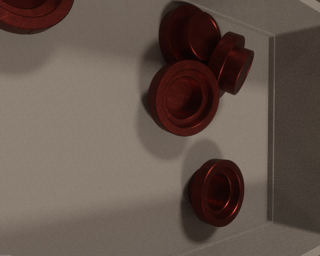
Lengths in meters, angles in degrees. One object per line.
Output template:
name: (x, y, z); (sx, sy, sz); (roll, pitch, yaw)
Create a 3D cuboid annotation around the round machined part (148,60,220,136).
round machined part: (0.027, -0.040, 0.410); (0.099, 0.042, 0.097); (-7, 104, -28)

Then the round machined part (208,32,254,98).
round machined part: (0.104, -0.087, 0.453); (0.098, 0.042, 0.097); (-52, 157, -32)

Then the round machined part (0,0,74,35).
round machined part: (-0.133, -0.135, 0.285); (0.099, 0.042, 0.097); (0, 90, -40)

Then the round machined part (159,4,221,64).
round machined part: (0.049, -0.125, 0.439); (0.099, 0.042, 0.097); (0, 90, -40)

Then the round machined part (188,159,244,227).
round machined part: (0.081, 0.095, 0.466); (0.099, 0.042, 0.097); (0, 90, -40)
